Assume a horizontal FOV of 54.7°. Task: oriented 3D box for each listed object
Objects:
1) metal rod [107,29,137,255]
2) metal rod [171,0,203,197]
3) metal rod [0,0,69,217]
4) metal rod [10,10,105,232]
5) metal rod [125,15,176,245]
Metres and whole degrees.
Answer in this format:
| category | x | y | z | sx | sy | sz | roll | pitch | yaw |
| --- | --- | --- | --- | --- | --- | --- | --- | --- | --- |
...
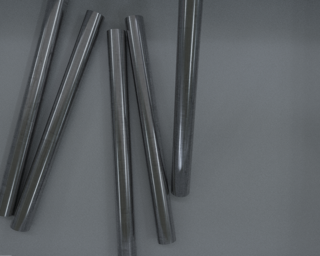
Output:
| category | x | y | z | sx | sy | sz | roll | pitch | yaw |
| --- | --- | --- | --- | --- | --- | --- | --- | --- | --- |
| metal rod | -0.051 | 0.021 | 0.410 | 0.025 | 0.025 | 0.298 | -3 | 90 | -1 |
| metal rod | 0.030 | -0.051 | 0.352 | 0.025 | 0.025 | 0.298 | 1 | 115 | 0 |
| metal rod | -0.168 | -0.032 | 0.409 | 0.025 | 0.025 | 0.298 | 14 | 90 | -1 |
| metal rod | -0.135 | -0.009 | 0.409 | 0.025 | 0.025 | 0.299 | 20 | 90 | -1 |
| metal rod | -0.013 | 0.002 | 0.411 | 0.025 | 0.025 | 0.298 | -8 | 90 | 0 |
